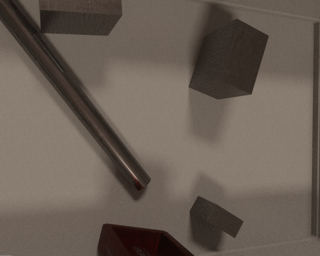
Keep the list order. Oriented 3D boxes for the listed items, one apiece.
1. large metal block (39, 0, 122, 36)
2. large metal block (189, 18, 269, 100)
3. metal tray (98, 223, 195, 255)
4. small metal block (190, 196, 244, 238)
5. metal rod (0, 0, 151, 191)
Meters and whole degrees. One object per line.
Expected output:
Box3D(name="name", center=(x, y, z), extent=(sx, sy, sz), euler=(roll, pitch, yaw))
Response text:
Box3D(name="large metal block", center=(-0.093, -0.141, 0.347), extent=(0.081, 0.080, 0.050), euler=(-4, 92, -20))
Box3D(name="large metal block", center=(0.089, -0.087, 0.416), extent=(0.050, 0.080, 0.080), euler=(20, 83, -19))
Box3D(name="metal tray", center=(-0.013, 0.147, 0.351), extent=(0.091, 0.130, 0.030), euler=(14, 86, -20))
Box3D(name="small metal block", center=(0.077, 0.122, 0.427), extent=(0.050, 0.050, 0.025), euler=(34, 79, -17))
Box3D(name="metal rod", center=(-0.108, -0.045, 0.370), extent=(0.025, 0.025, 0.299), euler=(-40, 103, -16))
